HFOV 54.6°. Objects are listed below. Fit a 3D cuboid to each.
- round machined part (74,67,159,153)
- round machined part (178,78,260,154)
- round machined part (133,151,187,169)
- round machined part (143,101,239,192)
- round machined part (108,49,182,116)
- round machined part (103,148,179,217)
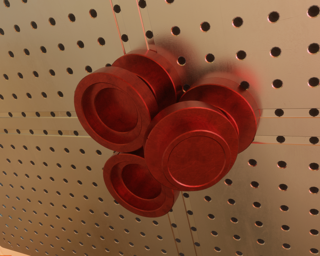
[{"bbox_3d":[-0.045,-0.024,0.355,0.098,0.042,0.097,13,124,21],"label":"round machined part"},{"bbox_3d":[0.063,-0.006,0.364,0.098,0.042,0.097,13,124,21],"label":"round machined part"},{"bbox_3d":[-0.002,0.042,0.428,0.098,0.042,0.097,13,124,21],"label":"round machined part"},{"bbox_3d":[0.033,0.025,0.316,0.099,0.042,0.097,-3,114,-6],"label":"round machined part"},{"bbox_3d":[-0.025,-0.045,0.388,0.098,0.042,0.097,13,124,21],"label":"round machined part"},{"bbox_3d":[-0.020,0.062,0.395,0.098,0.042,0.097,13,124,21],"label":"round machined part"}]
